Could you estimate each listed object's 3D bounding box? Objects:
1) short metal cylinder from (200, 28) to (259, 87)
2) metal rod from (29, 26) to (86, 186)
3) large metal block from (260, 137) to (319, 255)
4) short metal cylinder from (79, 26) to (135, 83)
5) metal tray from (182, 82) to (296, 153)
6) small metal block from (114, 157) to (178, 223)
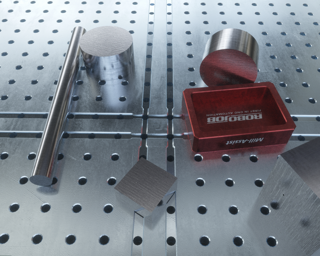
[{"bbox_3d":[0.102,-0.097,0.454,0.080,0.080,0.050,11,51,9],"label":"short metal cylinder"},{"bbox_3d":[-0.139,-0.054,0.451,0.025,0.025,0.300,-1,50,-1],"label":"metal rod"},{"bbox_3d":[0.156,0.070,0.314,0.050,0.080,0.080,-21,53,-16],"label":"large metal block"},{"bbox_3d":[-0.082,-0.117,0.489,0.081,0.050,0.080,0,50,0],"label":"short metal cylinder"},{"bbox_3d":[0.101,-0.017,0.419,0.131,0.030,0.090,-5,50,-5],"label":"metal tray"},{"bbox_3d":[-0.015,0.068,0.350,0.050,0.025,0.050,28,55,21],"label":"small metal block"}]
